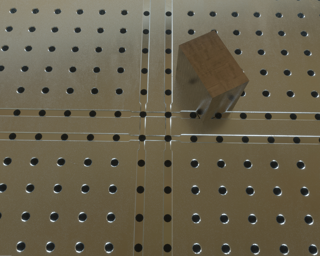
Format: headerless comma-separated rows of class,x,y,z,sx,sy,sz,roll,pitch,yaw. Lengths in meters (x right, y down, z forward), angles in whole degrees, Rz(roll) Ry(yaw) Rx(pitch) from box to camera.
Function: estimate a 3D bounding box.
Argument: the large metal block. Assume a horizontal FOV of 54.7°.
large metal block,0.064,-0.065,0.407,0.050,0.080,0.080,-26,72,-9
